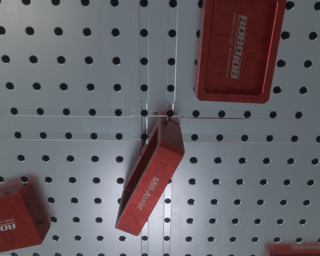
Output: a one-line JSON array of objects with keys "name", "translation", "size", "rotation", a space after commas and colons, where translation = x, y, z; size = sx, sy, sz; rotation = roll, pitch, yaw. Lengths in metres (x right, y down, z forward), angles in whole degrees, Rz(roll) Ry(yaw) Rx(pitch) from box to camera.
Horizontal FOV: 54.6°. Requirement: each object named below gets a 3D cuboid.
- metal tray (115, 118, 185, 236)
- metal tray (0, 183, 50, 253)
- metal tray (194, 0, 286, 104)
[{"name": "metal tray", "translation": [-0.014, 0.060, 0.400], "size": [0.030, 0.090, 0.129], "rotation": [25, 108, -9]}, {"name": "metal tray", "translation": [-0.245, 0.139, 0.460], "size": [0.131, 0.030, 0.090], "rotation": [-13, 110, 4]}, {"name": "metal tray", "translation": [0.093, -0.097, 0.375], "size": [0.090, 0.030, 0.129], "rotation": [3, 110, -1]}]
